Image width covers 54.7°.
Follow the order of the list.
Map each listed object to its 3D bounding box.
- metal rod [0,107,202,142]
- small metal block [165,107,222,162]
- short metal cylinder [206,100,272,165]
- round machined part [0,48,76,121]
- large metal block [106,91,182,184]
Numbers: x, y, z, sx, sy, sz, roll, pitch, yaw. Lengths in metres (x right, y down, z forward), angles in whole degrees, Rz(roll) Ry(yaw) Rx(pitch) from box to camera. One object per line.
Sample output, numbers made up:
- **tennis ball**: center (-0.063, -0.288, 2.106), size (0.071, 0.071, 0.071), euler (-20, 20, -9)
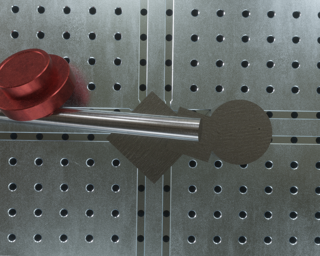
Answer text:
- **metal rod**: center (-0.101, -0.011, 0.368), size (0.301, 0.025, 0.025), euler (5, 90, 16)
- **small metal block**: center (0.038, 0.007, 0.362), size (0.050, 0.025, 0.050), euler (19, 90, -1)
- **short metal cylinder**: center (0.097, 0.005, 0.402), size (0.081, 0.050, 0.079), euler (0, 90, -1)
- **round machined part**: center (-0.157, -0.059, 0.376), size (0.098, 0.042, 0.098), euler (-6, 51, 8)
- **large metal block**: center (-0.008, 0.011, 0.399), size (0.080, 0.050, 0.080), euler (44, 90, -1)
